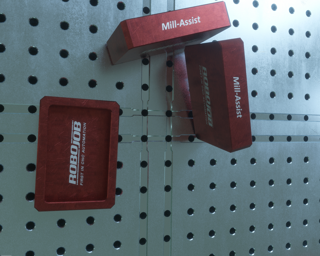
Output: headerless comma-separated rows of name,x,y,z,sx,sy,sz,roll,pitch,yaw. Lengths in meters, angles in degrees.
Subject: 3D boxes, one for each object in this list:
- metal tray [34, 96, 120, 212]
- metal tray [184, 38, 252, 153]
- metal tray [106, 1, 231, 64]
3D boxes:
metal tray,-0.099,0.030,0.373,0.091,0.030,0.129,3,89,-20
metal tray,0.072,-0.043,0.392,0.030,0.090,0.129,-14,105,-19
metal tray,0.008,-0.115,0.380,0.131,0.090,0.030,-18,96,-19
